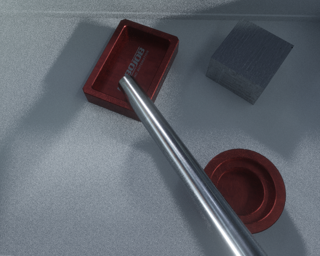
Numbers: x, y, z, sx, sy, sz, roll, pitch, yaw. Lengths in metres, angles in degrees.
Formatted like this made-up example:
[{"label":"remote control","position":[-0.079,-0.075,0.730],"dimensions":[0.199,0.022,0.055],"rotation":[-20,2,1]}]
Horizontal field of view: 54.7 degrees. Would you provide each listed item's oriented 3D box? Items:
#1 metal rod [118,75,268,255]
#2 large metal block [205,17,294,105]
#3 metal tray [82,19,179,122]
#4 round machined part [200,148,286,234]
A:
[{"label":"metal rod","position":[0.025,0.038,0.320],"dimensions":[0.025,0.025,0.300],"rotation":[-28,52,-10]},{"label":"large metal block","position":[0.123,-0.093,0.432],"dimensions":[0.080,0.050,0.080],"rotation":[34,73,11]},{"label":"metal tray","position":[-0.038,-0.083,0.436],"dimensions":[0.090,0.030,0.130],"rotation":[21,71,7]},{"label":"round machined part","position":[0.095,0.077,0.374],"dimensions":[0.099,0.042,0.098],"rotation":[0,70,-1]}]
